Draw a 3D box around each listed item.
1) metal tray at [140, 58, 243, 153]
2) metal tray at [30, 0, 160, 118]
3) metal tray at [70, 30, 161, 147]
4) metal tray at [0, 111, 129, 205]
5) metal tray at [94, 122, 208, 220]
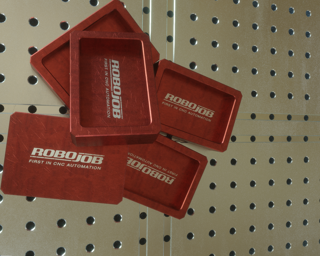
[{"bbox_3d":[0.041,-0.028,0.423,0.131,0.030,0.090,19,84,-19],"label":"metal tray"},{"bbox_3d":[-0.077,-0.083,0.380,0.130,0.030,0.090,-41,102,-15],"label":"metal tray"},{"bbox_3d":[-0.052,-0.046,0.345,0.091,0.030,0.130,-2,67,-13],"label":"metal tray"},{"bbox_3d":[-0.103,0.034,0.354,0.131,0.030,0.090,7,88,-6],"label":"metal tray"},{"bbox_3d":[-0.012,0.053,0.404,0.131,0.030,0.090,27,82,-18],"label":"metal tray"}]
